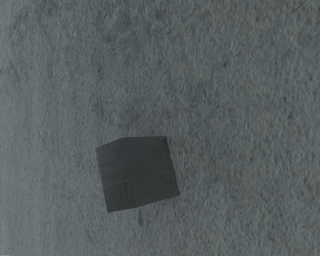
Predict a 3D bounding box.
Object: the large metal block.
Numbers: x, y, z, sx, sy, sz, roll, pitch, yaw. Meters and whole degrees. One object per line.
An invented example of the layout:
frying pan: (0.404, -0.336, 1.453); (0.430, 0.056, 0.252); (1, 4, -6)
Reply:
large metal block: (-0.027, 0.056, 0.393); (0.050, 0.081, 0.080); (-21, 77, 38)
